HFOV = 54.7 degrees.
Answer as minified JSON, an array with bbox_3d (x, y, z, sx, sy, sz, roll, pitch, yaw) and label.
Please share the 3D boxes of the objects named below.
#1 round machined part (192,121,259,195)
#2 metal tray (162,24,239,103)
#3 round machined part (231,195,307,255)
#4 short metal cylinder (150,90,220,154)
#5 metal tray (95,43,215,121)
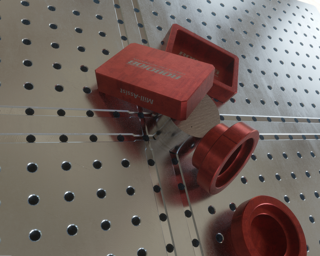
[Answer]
[{"bbox_3d":[0.078,0.033,0.392,0.099,0.097,0.042,-28,53,-37],"label":"round machined part"},{"bbox_3d":[0.066,-0.106,0.506,0.131,0.030,0.090,23,53,-14],"label":"metal tray"},{"bbox_3d":[0.128,0.137,0.385,0.099,0.042,0.098,14,56,-21],"label":"round machined part"},{"bbox_3d":[0.033,-0.011,0.419,0.081,0.050,0.080,14,56,-21],"label":"short metal cylinder"},{"bbox_3d":[-0.006,-0.065,0.405,0.130,0.030,0.090,21,47,21],"label":"metal tray"}]
